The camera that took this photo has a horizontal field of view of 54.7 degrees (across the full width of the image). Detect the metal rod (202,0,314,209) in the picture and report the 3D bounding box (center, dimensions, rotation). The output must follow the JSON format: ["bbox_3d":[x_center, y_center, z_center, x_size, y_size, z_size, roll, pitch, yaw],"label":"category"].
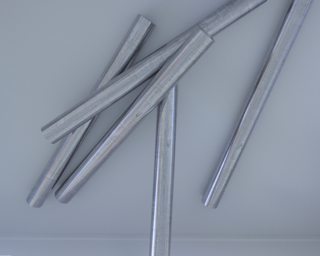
[{"bbox_3d":[0.120,-0.023,0.404,0.025,0.025,0.298,17,109,-7],"label":"metal rod"}]

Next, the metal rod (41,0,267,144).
[{"bbox_3d":[-0.010,-0.073,0.365,0.301,0.025,0.025,-33,107,4],"label":"metal rod"}]

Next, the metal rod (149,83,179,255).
[{"bbox_3d":[0.004,0.074,0.374,0.025,0.025,0.298,3,85,-2],"label":"metal rod"}]

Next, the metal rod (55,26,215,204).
[{"bbox_3d":[-0.045,-0.001,0.387,0.025,0.025,0.299,38,114,-13],"label":"metal rod"}]

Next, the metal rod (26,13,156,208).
[{"bbox_3d":[-0.098,-0.011,0.405,0.025,0.025,0.299,32,107,-12],"label":"metal rod"}]
